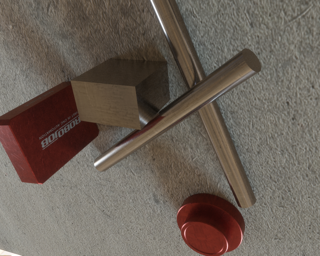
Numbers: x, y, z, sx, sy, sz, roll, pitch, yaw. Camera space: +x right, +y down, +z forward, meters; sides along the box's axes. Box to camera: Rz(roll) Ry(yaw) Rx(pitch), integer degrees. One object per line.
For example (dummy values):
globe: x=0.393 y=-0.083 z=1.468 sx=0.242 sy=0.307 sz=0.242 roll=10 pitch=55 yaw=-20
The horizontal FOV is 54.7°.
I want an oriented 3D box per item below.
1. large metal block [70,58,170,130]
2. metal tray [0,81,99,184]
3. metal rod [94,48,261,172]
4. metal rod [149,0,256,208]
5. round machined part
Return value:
large metal block: x=-0.042 y=-0.044 z=0.365 sx=0.080 sy=0.080 sz=0.050 roll=9 pitch=122 yaw=23
metal tray: x=-0.142 y=0.001 z=0.412 sx=0.030 sy=0.131 sz=0.089 roll=-1 pitch=118 yaw=28
metal rod: x=-0.005 y=-0.002 z=0.383 sx=0.025 sy=0.025 sz=0.299 roll=49 pitch=135 yaw=-7
metal rod: x=0.052 y=-0.031 z=0.359 sx=0.025 sy=0.025 sz=0.299 roll=-14 pitch=112 yaw=33
round machined part: x=0.069 y=0.146 z=0.449 sx=0.098 sy=0.042 sz=0.097 roll=13 pitch=124 yaw=20
